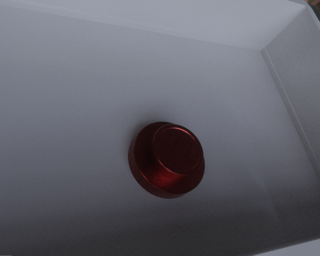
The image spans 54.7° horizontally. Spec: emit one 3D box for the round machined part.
[{"bbox_3d":[0.014,0.034,0.383,0.099,0.042,0.098,14,56,-21],"label":"round machined part"}]
